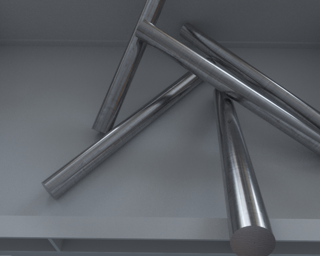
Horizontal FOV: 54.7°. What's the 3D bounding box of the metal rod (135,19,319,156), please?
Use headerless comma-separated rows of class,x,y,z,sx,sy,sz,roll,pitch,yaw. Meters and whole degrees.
metal rod,0.100,-0.045,0.387,0.301,0.025,0.025,34,56,4

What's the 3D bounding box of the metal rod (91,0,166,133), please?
metal rod,-0.023,-0.132,0.424,0.025,0.025,0.299,19,82,15

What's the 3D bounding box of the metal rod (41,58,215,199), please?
metal rod,-0.022,-0.015,0.417,0.025,0.025,0.302,35,58,25

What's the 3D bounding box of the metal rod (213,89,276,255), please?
metal rod,0.071,0.008,0.313,0.025,0.025,0.301,6,23,5

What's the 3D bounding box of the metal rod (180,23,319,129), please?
metal rod,0.142,-0.067,0.444,0.025,0.025,0.300,-35,64,-26
